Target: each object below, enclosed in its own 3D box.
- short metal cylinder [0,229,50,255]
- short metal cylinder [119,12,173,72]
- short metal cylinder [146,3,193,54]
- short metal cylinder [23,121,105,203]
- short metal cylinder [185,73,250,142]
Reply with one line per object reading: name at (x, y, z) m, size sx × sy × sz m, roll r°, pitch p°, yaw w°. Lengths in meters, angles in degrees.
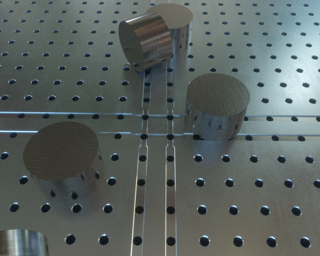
short metal cylinder at (-0.135, 0.129, 0.262) m, size 0.081 × 0.080 × 0.050 m, roll -15°, pitch 52°, yaw -12°
short metal cylinder at (-0.023, -0.134, 0.485) m, size 0.050 × 0.080 × 0.080 m, roll -26°, pitch 55°, yaw -20°
short metal cylinder at (0.015, -0.172, 0.536) m, size 0.081 × 0.050 × 0.080 m, roll 0°, pitch 50°, yaw 0°
short metal cylinder at (-0.108, 0.039, 0.358) m, size 0.081 × 0.050 × 0.080 m, roll 0°, pitch 50°, yaw 0°
short metal cylinder at (0.075, -0.028, 0.416) m, size 0.081 × 0.050 × 0.080 m, roll 0°, pitch 50°, yaw 0°
